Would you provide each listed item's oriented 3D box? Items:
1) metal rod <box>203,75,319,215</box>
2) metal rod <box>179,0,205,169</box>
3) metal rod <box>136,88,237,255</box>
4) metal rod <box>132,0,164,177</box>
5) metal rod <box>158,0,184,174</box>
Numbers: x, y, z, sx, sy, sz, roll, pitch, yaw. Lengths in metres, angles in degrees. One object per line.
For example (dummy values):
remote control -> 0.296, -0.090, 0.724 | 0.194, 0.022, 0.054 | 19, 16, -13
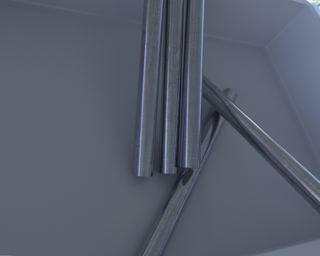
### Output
metal rod -> 0.123, 0.013, 0.385 | 0.025, 0.025, 0.300 | -4, 39, -30
metal rod -> 0.043, -0.099, 0.394 | 0.025, 0.025, 0.299 | 7, 79, -25
metal rod -> 0.048, 0.044, 0.404 | 0.025, 0.025, 0.301 | 37, 51, -4
metal rod -> -0.011, -0.093, 0.376 | 0.025, 0.025, 0.298 | 6, 85, -25
metal rod -> 0.016, -0.094, 0.390 | 0.025, 0.025, 0.298 | 4, 86, -26
